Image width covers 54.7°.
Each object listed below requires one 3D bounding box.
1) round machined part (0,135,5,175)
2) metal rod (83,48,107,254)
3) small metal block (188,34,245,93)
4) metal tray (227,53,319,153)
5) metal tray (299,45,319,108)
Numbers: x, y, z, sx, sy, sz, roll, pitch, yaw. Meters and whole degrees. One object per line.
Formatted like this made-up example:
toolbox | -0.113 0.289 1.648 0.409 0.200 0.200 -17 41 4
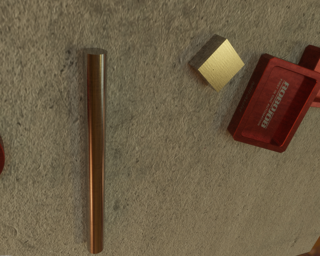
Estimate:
round machined part | -0.208 0.035 0.304 0.099 0.042 0.097 -14 125 -21
metal rod | -0.082 0.050 0.393 0.025 0.025 0.298 -8 122 -25
small metal block | 0.073 -0.082 0.397 0.050 0.025 0.050 -47 130 4
metal tray | 0.168 -0.034 0.457 0.091 0.030 0.129 15 112 -13
metal tray | 0.275 -0.079 0.507 0.131 0.030 0.089 2 118 -30
